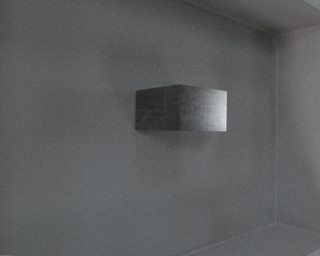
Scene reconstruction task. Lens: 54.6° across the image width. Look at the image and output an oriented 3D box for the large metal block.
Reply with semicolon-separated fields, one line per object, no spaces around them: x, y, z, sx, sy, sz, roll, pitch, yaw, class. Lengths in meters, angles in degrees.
0.026;-0.022;0.388;0.081;0.080;0.050;1;90;-40;large metal block
